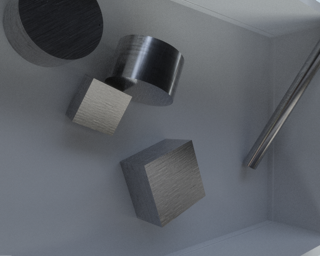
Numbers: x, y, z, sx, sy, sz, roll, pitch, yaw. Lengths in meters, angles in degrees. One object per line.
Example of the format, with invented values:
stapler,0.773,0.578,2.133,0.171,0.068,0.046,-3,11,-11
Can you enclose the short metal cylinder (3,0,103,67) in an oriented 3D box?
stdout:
short metal cylinder,-0.104,-0.103,0.304,0.081,0.050,0.079,0,90,-40

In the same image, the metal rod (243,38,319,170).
metal rod,0.229,-0.062,0.522,0.025,0.025,0.299,22,101,-38

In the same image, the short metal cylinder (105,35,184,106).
short metal cylinder,-0.017,-0.064,0.358,0.080,0.080,0.050,26,73,-37

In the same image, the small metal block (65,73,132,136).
small metal block,-0.067,-0.025,0.342,0.050,0.025,0.050,24,95,-38

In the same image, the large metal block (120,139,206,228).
large metal block,0.005,0.066,0.397,0.081,0.050,0.080,-25,106,-37
